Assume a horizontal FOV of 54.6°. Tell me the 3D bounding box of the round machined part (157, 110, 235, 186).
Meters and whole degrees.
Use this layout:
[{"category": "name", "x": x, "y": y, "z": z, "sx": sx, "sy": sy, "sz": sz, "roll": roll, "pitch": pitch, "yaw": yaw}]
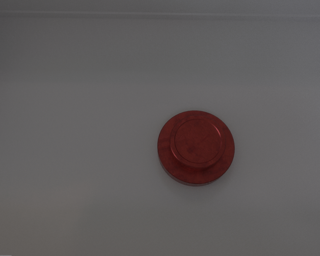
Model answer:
[{"category": "round machined part", "x": 0.046, "y": 0.022, "z": 0.393, "sx": 0.099, "sy": 0.042, "sz": 0.098, "roll": 0, "pitch": 70, "yaw": 0}]
